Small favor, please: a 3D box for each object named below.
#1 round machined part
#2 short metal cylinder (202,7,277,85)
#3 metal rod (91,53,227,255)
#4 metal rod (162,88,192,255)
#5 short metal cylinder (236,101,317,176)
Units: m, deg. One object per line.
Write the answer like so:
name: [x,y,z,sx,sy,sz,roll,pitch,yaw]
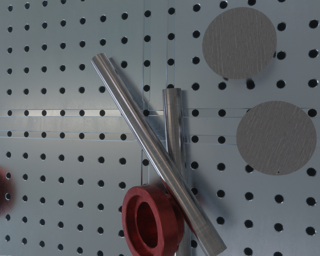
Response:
round machined part: [-0.007,0.119,0.390,0.098,0.042,0.097,6,97,55]
short metal cylinder: [0.095,-0.094,0.366,0.080,0.050,0.080,0,90,20]
metal rod: [-0.011,0.021,0.395,0.025,0.025,0.299,-38,70,16]
metal rod: [0.025,0.098,0.403,0.025,0.025,0.298,-4,89,20]
short metal cylinder: [0.131,0.011,0.353,0.080,0.050,0.080,0,90,20]
